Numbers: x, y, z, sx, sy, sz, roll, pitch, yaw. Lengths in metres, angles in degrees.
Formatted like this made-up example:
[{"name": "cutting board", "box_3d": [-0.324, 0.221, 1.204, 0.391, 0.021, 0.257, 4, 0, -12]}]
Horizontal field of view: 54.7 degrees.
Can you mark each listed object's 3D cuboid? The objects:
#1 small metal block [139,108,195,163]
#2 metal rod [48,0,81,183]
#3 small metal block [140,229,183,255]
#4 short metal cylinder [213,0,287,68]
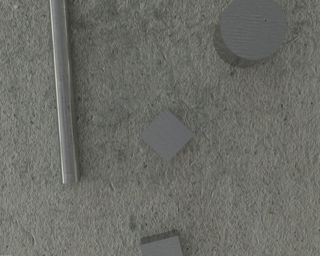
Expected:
[{"name": "small metal block", "box_3d": [0.009, 0.009, 0.410, 0.050, 0.025, 0.050, 44, 90, 0]}, {"name": "metal rod", "box_3d": [-0.128, -0.078, 0.408, 0.025, 0.025, 0.298, -4, 90, 0]}, {"name": "small metal block", "box_3d": [0.005, 0.169, 0.410, 0.050, 0.025, 0.050, -14, 90, 0]}, {"name": "short metal cylinder", "box_3d": [0.113, -0.122, 0.398, 0.081, 0.050, 0.080, 0, 90, 0]}]
